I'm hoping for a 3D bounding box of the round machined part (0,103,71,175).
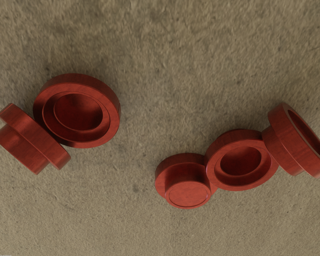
[{"bbox_3d":[-0.159,0.019,0.374,0.098,0.042,0.098,36,160,16],"label":"round machined part"}]

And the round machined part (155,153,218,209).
[{"bbox_3d":[0.041,0.087,0.471,0.099,0.042,0.097,0,130,0],"label":"round machined part"}]

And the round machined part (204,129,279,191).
[{"bbox_3d":[0.110,0.040,0.429,0.099,0.042,0.097,-2,128,-2],"label":"round machined part"}]

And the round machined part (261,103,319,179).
[{"bbox_3d":[0.163,0.020,0.379,0.098,0.098,0.042,34,122,-26],"label":"round machined part"}]

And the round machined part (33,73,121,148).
[{"bbox_3d":[-0.096,-0.024,0.374,0.099,0.042,0.097,-1,130,0],"label":"round machined part"}]
